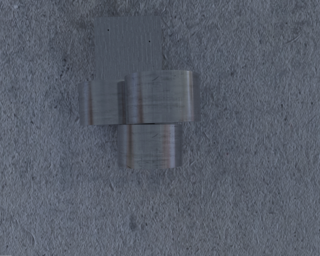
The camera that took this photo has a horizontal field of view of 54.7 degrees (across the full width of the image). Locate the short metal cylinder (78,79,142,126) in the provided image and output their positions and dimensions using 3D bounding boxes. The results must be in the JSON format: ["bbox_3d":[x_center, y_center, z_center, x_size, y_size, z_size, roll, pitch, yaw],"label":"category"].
[{"bbox_3d":[-0.059,-0.029,0.384,0.081,0.080,0.050,-2,90,0],"label":"short metal cylinder"}]

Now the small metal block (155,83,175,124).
[{"bbox_3d":[0.007,-0.030,0.401,0.025,0.050,0.050,1,90,0],"label":"small metal block"}]

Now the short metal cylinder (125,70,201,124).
[{"bbox_3d":[0.003,-0.031,0.334,0.081,0.080,0.050,-2,90,0],"label":"short metal cylinder"}]

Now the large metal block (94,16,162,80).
[{"bbox_3d":[-0.038,-0.095,0.399,0.081,0.050,0.080,-2,90,0],"label":"large metal block"}]

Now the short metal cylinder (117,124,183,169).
[{"bbox_3d":[-0.012,0.021,0.384,0.081,0.080,0.050,0,90,0],"label":"short metal cylinder"}]
